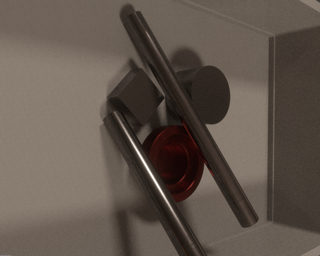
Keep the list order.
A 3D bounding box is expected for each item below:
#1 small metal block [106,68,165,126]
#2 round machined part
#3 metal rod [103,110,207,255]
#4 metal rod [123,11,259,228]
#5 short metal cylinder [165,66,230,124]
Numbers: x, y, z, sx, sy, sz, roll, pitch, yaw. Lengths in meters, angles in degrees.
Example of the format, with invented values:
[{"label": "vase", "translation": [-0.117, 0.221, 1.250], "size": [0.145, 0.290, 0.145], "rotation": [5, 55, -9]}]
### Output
[{"label": "small metal block", "translation": [-0.029, -0.037, 0.384], "size": [0.050, 0.025, 0.050], "rotation": [51, 60, -28]}, {"label": "round machined part", "translation": [0.010, 0.045, 0.406], "size": [0.099, 0.042, 0.097], "rotation": [0, 90, -40]}, {"label": "metal rod", "translation": [0.020, 0.109, 0.327], "size": [0.025, 0.025, 0.299], "rotation": [-20, 71, -39]}, {"label": "metal rod", "translation": [0.041, -0.008, 0.390], "size": [0.025, 0.025, 0.299], "rotation": [-33, 95, -35]}, {"label": "short metal cylinder", "translation": [0.054, -0.045, 0.438], "size": [0.081, 0.050, 0.079], "rotation": [0, 90, -40]}]
